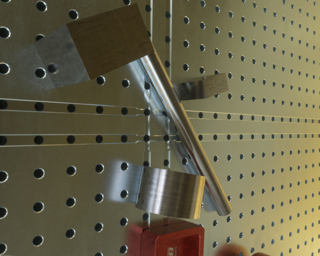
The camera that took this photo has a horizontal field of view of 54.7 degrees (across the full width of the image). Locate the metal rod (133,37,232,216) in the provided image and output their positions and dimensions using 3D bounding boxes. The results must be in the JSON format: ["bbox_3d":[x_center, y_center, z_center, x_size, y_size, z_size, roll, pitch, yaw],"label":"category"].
[{"bbox_3d":[0.038,0.009,0.441,0.025,0.025,0.299,-42,116,-32],"label":"metal rod"}]

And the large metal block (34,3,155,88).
[{"bbox_3d":[-0.067,-0.082,0.317,0.081,0.080,0.050,-33,111,-35],"label":"large metal block"}]

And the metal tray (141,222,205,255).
[{"bbox_3d":[0.017,0.201,0.420,0.091,0.030,0.129,5,87,-40],"label":"metal tray"}]

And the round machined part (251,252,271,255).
[{"bbox_3d":[0.164,0.265,0.536,0.099,0.042,0.097,0,90,-40],"label":"round machined part"}]

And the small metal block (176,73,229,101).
[{"bbox_3d":[0.061,-0.059,0.444,0.050,0.050,0.025,-23,105,-38],"label":"small metal block"}]

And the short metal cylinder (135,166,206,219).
[{"bbox_3d":[0.013,0.079,0.385,0.081,0.080,0.050,16,80,-39],"label":"short metal cylinder"}]
